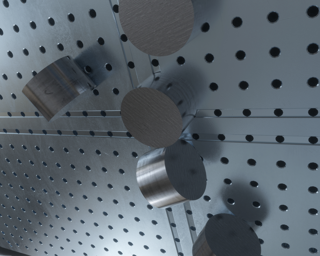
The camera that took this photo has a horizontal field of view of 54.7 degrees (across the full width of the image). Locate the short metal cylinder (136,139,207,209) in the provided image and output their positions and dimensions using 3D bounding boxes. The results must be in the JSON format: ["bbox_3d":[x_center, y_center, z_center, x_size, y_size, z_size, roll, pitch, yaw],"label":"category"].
[{"bbox_3d":[0.016,0.060,0.404,0.050,0.080,0.080,-27,104,37],"label":"short metal cylinder"}]

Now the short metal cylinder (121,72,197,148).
[{"bbox_3d":[-0.001,-0.022,0.382,0.080,0.050,0.079,13,124,21],"label":"short metal cylinder"}]

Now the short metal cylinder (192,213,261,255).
[{"bbox_3d":[0.091,0.168,0.431,0.080,0.080,0.050,28,128,10],"label":"short metal cylinder"}]

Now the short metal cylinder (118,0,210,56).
[{"bbox_3d":[0.005,-0.120,0.318,0.080,0.050,0.079,13,124,21],"label":"short metal cylinder"}]

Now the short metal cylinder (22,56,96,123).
[{"bbox_3d":[-0.133,-0.051,0.414,0.080,0.080,0.050,-33,100,38],"label":"short metal cylinder"}]
